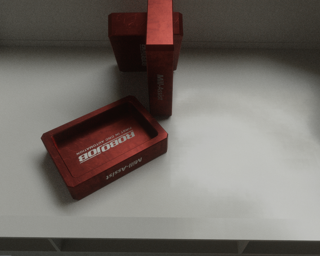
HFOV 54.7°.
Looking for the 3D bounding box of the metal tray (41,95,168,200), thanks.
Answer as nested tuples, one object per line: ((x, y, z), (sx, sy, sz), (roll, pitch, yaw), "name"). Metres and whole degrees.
((-0.067, 0.019, 0.385), (0.131, 0.030, 0.090), (-27, 55, -21), "metal tray")

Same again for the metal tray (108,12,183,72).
((-0.018, -0.115, 0.435), (0.091, 0.130, 0.030), (-1, 81, -1), "metal tray")

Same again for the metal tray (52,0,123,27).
((-0.147, -0.256, 0.618), (0.091, 0.030, 0.130), (-35, 58, -26), "metal tray")

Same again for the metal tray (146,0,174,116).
((0.001, -0.087, 0.403), (0.030, 0.129, 0.090), (0, 57, 1), "metal tray")
